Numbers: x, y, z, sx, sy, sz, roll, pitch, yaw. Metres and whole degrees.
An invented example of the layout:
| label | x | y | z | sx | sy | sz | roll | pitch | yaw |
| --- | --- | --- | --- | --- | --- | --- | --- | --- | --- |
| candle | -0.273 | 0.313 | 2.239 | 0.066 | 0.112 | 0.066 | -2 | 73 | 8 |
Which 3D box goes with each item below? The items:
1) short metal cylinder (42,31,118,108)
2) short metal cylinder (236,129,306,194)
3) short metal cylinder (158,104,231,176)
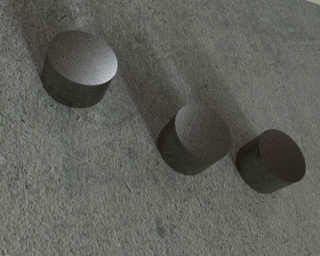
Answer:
| label | x | y | z | sx | sy | sz | roll | pitch | yaw |
| --- | --- | --- | --- | --- | --- | --- | --- | --- | --- |
| short metal cylinder | -0.098 | -0.071 | 0.378 | 0.081 | 0.050 | 0.080 | 14 | 56 | -21 |
| short metal cylinder | 0.158 | 0.048 | 0.443 | 0.081 | 0.050 | 0.080 | 14 | 56 | -21 |
| short metal cylinder | 0.044 | 0.015 | 0.402 | 0.081 | 0.050 | 0.080 | 14 | 56 | -21 |
